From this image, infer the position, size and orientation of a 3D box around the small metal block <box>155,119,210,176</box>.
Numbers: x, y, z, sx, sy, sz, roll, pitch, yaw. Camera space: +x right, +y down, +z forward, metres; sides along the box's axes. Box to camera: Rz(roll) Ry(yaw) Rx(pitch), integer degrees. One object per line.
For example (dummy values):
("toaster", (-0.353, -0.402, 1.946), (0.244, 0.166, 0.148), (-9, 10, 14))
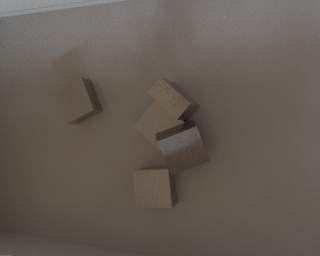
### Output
("small metal block", (0.028, 0.024, 0.384), (0.050, 0.025, 0.050), (-22, 111, 3))

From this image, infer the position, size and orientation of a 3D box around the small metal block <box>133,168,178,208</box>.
("small metal block", (-0.006, 0.079, 0.413), (0.050, 0.025, 0.050), (-6, 88, 20))

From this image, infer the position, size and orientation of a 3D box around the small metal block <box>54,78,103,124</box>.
("small metal block", (-0.119, -0.038, 0.452), (0.050, 0.025, 0.050), (-25, 82, 18))

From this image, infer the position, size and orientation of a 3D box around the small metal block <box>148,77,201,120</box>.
("small metal block", (0.019, -0.036, 0.390), (0.050, 0.050, 0.025), (43, 104, 15))

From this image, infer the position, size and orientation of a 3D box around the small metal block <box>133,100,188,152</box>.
("small metal block", (0.002, -0.004, 0.410), (0.050, 0.025, 0.050), (43, 103, 15))
